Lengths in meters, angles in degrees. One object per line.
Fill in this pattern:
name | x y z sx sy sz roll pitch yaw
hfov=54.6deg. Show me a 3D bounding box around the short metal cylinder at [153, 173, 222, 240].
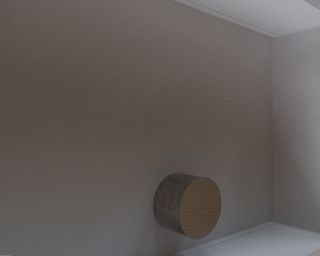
short metal cylinder | 0.038 0.104 0.421 0.081 0.050 0.080 0 90 -40
